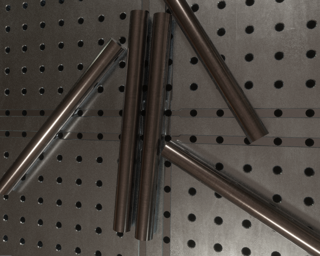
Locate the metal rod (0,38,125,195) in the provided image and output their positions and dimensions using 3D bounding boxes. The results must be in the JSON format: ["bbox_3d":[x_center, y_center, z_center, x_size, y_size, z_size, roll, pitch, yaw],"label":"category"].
[{"bbox_3d":[-0.156,-0.010,0.465,0.025,0.025,0.299,45,103,14],"label":"metal rod"}]

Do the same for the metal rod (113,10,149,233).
[{"bbox_3d":[-0.040,-0.008,0.425,0.025,0.025,0.298,5,92,19],"label":"metal rod"}]

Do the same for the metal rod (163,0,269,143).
[{"bbox_3d":[0.047,-0.117,0.395,0.025,0.025,0.299,-32,80,17],"label":"metal rod"}]

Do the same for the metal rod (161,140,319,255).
[{"bbox_3d":[0.130,0.104,0.366,0.300,0.025,0.025,32,100,16],"label":"metal rod"}]

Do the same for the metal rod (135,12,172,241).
[{"bbox_3d":[-0.009,-0.001,0.414,0.025,0.025,0.298,6,92,19],"label":"metal rod"}]
